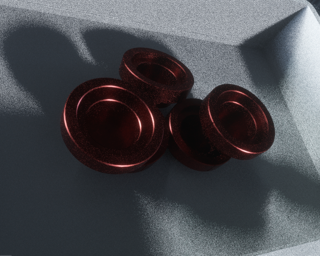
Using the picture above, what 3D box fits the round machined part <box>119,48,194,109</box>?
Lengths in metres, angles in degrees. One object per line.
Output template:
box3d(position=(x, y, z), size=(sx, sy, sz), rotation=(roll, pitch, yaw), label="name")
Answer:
box3d(position=(-0.007, -0.063, 0.415), size=(0.099, 0.042, 0.098), rotation=(16, 38, -13), label="round machined part")

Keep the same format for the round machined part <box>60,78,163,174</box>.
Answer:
box3d(position=(-0.050, 0.001, 0.312), size=(0.099, 0.042, 0.098), rotation=(14, 56, -21), label="round machined part")

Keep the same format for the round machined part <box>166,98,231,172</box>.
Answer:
box3d(position=(0.048, 0.012, 0.411), size=(0.099, 0.042, 0.098), rotation=(14, 56, -21), label="round machined part")

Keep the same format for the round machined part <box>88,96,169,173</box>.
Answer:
box3d(position=(-0.042, 0.008, 0.365), size=(0.099, 0.042, 0.098), rotation=(14, 56, -21), label="round machined part")

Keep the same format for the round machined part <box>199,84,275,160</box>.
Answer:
box3d(position=(0.092, -0.004, 0.391), size=(0.099, 0.042, 0.098), rotation=(14, 56, -21), label="round machined part")
